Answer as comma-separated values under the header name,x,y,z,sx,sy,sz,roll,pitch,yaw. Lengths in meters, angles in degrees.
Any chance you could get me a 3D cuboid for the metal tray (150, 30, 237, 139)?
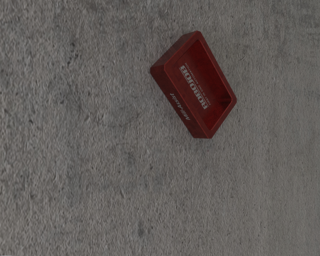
name,x,y,z,sx,sy,sz,roll,pitch,yaw
metal tray,0.053,-0.059,0.444,0.090,0.030,0.130,-51,120,-28
